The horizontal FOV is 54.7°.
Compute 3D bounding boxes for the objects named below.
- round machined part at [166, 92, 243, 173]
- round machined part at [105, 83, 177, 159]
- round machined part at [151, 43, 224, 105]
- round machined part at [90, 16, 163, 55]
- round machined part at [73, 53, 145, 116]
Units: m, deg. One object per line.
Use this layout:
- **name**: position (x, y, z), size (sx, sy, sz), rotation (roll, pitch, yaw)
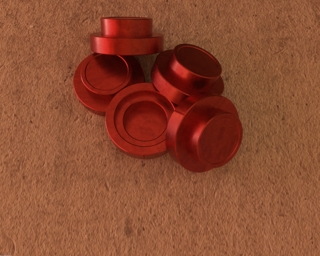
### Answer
- **round machined part**: position (0.059, 0.009, 0.368), size (0.098, 0.098, 0.042), rotation (-41, 35, -14)
- **round machined part**: position (-0.019, -0.006, 0.402), size (0.099, 0.042, 0.098), rotation (0, 70, -1)
- **round machined part**: position (0.041, -0.073, 0.404), size (0.099, 0.042, 0.098), rotation (15, 44, -15)
- **round machined part**: position (-0.044, -0.126, 0.415), size (0.099, 0.098, 0.042), rotation (1, 112, 0)
- **round machined part**: position (-0.070, -0.068, 0.425), size (0.099, 0.042, 0.098), rotation (0, 70, -1)
